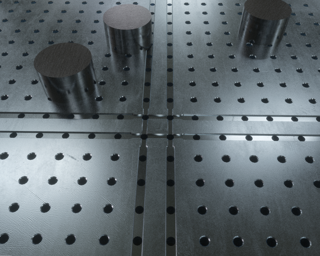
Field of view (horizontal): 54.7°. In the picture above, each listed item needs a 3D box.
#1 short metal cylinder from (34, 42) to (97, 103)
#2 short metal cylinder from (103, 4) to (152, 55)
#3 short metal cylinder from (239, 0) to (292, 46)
[{"bbox_3d":[-0.138,-0.082,0.459,0.081,0.050,0.080,0,50,0],"label":"short metal cylinder"},{"bbox_3d":[-0.054,-0.170,0.534,0.081,0.050,0.080,0,50,0],"label":"short metal cylinder"},{"bbox_3d":[0.186,-0.192,0.554,0.081,0.050,0.080,0,50,0],"label":"short metal cylinder"}]
